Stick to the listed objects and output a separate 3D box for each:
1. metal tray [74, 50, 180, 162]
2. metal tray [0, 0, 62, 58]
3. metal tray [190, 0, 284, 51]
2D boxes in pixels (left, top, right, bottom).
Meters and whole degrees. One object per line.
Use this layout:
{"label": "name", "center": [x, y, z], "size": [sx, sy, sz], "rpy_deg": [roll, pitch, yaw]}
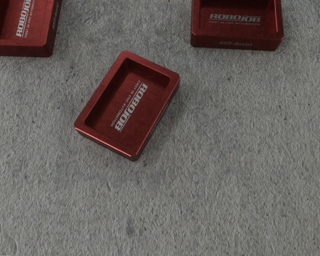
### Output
{"label": "metal tray", "center": [-0.041, -0.032, 0.416], "size": [0.090, 0.030, 0.130], "rpy_deg": [26, 72, 9]}
{"label": "metal tray", "center": [-0.202, -0.171, 0.466], "size": [0.091, 0.030, 0.130], "rpy_deg": [2, 70, 0]}
{"label": "metal tray", "center": [0.113, -0.165, 0.466], "size": [0.131, 0.030, 0.090], "rpy_deg": [3, 70, 1]}
